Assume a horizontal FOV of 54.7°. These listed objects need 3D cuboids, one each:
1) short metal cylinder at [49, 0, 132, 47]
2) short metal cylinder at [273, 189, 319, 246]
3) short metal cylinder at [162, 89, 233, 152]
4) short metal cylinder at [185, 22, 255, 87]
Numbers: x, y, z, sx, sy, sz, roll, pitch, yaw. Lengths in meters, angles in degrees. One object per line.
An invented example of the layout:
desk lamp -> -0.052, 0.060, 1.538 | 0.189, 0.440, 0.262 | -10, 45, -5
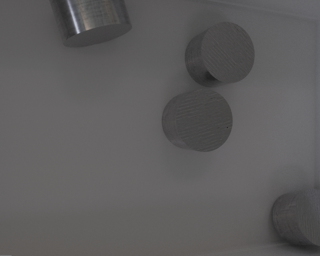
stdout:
short metal cylinder -> -0.078, -0.129, 0.352 | 0.081, 0.080, 0.050 | -19, 97, -19
short metal cylinder -> 0.220, 0.135, 0.466 | 0.081, 0.050, 0.080 | 7, 69, -18
short metal cylinder -> 0.049, -0.010, 0.415 | 0.081, 0.050, 0.080 | 0, 90, -20
short metal cylinder -> 0.081, -0.099, 0.427 | 0.081, 0.050, 0.080 | 0, 90, -20
